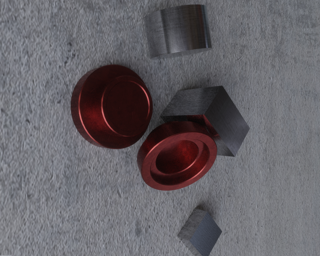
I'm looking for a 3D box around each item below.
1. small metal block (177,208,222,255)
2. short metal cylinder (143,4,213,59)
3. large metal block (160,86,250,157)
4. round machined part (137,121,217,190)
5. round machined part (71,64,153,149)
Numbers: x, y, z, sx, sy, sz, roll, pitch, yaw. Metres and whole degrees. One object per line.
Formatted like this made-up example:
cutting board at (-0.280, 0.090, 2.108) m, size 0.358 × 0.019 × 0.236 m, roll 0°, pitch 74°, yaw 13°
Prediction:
small metal block at (0.060, 0.156, 0.458) m, size 0.050 × 0.025 × 0.050 m, roll -51°, pitch 120°, yaw -28°
short metal cylinder at (0.023, -0.118, 0.390) m, size 0.081 × 0.080 × 0.050 m, roll -17°, pitch 101°, yaw -39°
large metal block at (0.061, -0.008, 0.423) m, size 0.080 × 0.080 × 0.050 m, roll 50°, pitch 60°, yaw -29°
round machined part at (0.018, 0.030, 0.390) m, size 0.099 × 0.042 × 0.097 m, roll -12°, pitch 131°, yaw -14°
round machined part at (-0.047, -0.024, 0.356) m, size 0.099 × 0.042 × 0.097 m, roll 0°, pitch 90°, yaw -40°
